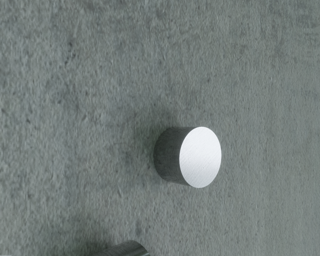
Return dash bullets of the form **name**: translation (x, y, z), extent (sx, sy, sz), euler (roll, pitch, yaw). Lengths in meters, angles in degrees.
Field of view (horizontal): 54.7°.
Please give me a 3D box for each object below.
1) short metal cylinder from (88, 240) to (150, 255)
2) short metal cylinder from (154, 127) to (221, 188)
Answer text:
- **short metal cylinder**: translation (-0.044, 0.169, 0.334), extent (0.050, 0.080, 0.079), euler (-6, 94, -40)
- **short metal cylinder**: translation (0.038, 0.038, 0.423), extent (0.081, 0.050, 0.079), euler (0, 90, -40)
